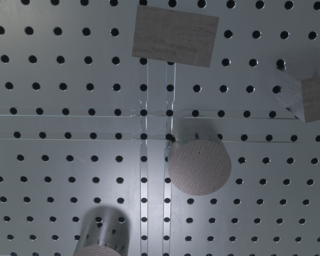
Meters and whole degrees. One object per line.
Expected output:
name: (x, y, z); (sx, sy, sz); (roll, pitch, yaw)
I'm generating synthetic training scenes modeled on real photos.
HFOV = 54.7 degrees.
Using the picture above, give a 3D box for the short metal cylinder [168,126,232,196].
short metal cylinder: (0.051, 0.043, 0.416); (0.081, 0.050, 0.079); (0, 110, 0)

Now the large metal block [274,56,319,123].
large metal block: (0.193, -0.051, 0.367); (0.080, 0.080, 0.050); (-14, 110, 5)

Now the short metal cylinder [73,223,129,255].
short metal cylinder: (-0.089, 0.193, 0.470); (0.081, 0.050, 0.079); (0, 110, 0)

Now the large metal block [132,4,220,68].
large metal block: (0.015, -0.104, 0.346); (0.081, 0.080, 0.050); (8, 110, -3)
